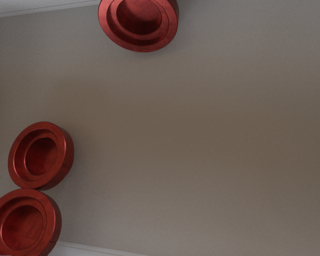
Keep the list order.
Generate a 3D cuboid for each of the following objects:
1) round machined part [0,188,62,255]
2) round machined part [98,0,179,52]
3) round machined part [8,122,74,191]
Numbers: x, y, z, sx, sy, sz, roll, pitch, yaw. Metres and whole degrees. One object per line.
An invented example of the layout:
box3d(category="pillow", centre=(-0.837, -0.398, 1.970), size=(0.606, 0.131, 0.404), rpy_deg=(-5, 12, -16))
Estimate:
box3d(category="round machined part", centre=(-0.176, 0.132, 0.408), size=(0.098, 0.042, 0.098), rpy_deg=(-3, 64, 7))
box3d(category="round machined part", centre=(-0.025, -0.146, 0.390), size=(0.098, 0.098, 0.042), rpy_deg=(-6, 54, 20))
box3d(category="round machined part", centre=(-0.166, 0.043, 0.450), size=(0.098, 0.042, 0.098), rpy_deg=(-7, 69, 19))
